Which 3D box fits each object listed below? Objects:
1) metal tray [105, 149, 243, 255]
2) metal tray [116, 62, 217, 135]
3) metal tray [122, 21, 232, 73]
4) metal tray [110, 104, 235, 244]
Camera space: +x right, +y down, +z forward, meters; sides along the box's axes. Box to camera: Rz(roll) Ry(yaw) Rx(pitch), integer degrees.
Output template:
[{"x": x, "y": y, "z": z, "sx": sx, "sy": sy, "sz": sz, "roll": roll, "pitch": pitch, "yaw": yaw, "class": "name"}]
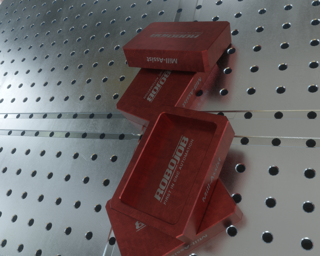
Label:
[{"x": 0.011, "y": 0.090, "z": 0.343, "sx": 0.130, "sy": 0.030, "sz": 0.090, "roll": -34, "pitch": 52, "yaw": 5, "class": "metal tray"}, {"x": 0.009, "y": -0.062, "z": 0.437, "sx": 0.090, "sy": 0.030, "sz": 0.130, "roll": 22, "pitch": 73, "yaw": 35, "class": "metal tray"}, {"x": 0.024, "y": -0.119, "z": 0.441, "sx": 0.130, "sy": 0.030, "sz": 0.090, "roll": 11, "pitch": 45, "yaw": 30, "class": "metal tray"}, {"x": 0.014, "y": 0.042, "z": 0.331, "sx": 0.090, "sy": 0.030, "sz": 0.130, "roll": 13, "pitch": 68, "yaw": 33, "class": "metal tray"}]
